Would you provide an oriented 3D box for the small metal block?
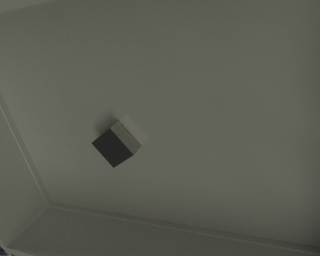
[{"bbox_3d":[-0.064,0.024,0.456,0.050,0.025,0.050,-34,100,38],"label":"small metal block"}]
